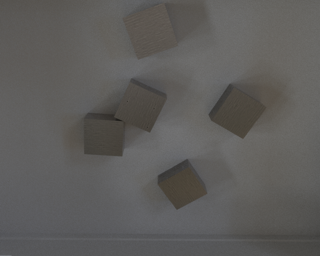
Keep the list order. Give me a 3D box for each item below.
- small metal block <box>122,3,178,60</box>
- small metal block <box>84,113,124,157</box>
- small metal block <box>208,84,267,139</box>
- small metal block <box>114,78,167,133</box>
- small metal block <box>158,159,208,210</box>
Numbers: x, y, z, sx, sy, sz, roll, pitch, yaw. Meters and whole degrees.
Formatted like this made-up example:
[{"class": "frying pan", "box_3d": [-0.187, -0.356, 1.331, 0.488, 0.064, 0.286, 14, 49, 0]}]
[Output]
[{"class": "small metal block", "box_3d": [-0.011, -0.115, 0.369, 0.050, 0.025, 0.050, -18, 109, 6]}, {"class": "small metal block", "box_3d": [-0.073, 0.009, 0.414, 0.050, 0.025, 0.050, 4, 110, -2]}, {"class": "small metal block", "box_3d": [0.100, -0.022, 0.404, 0.050, 0.025, 0.050, 29, 107, -11]}, {"class": "small metal block", "box_3d": [-0.025, -0.029, 0.400, 0.050, 0.025, 0.050, 24, 108, -9]}, {"class": "small metal block", "box_3d": [0.032, 0.080, 0.441, 0.050, 0.025, 0.050, -31, 107, 10]}]
